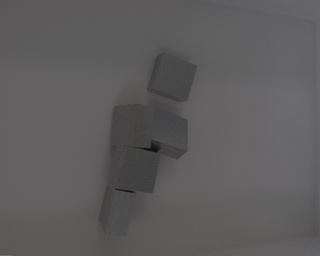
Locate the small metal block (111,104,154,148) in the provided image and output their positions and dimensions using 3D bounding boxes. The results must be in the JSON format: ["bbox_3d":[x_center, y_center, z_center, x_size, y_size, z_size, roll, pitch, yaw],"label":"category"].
[{"bbox_3d":[-0.035,-0.002,0.381,0.025,0.050,0.050,8,85,-39],"label":"small metal block"}]

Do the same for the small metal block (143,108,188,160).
[{"bbox_3d":[0.008,0.007,0.401,0.050,0.025,0.050,19,51,-19],"label":"small metal block"}]

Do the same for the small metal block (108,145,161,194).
[{"bbox_3d":[-0.031,0.050,0.377,0.050,0.025,0.050,16,80,-37],"label":"small metal block"}]

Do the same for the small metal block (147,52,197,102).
[{"bbox_3d":[0.016,-0.067,0.416,0.050,0.025,0.050,18,84,-19],"label":"small metal block"}]

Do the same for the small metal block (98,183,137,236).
[{"bbox_3d":[-0.053,0.097,0.378,0.025,0.050,0.050,15,86,-19],"label":"small metal block"}]
